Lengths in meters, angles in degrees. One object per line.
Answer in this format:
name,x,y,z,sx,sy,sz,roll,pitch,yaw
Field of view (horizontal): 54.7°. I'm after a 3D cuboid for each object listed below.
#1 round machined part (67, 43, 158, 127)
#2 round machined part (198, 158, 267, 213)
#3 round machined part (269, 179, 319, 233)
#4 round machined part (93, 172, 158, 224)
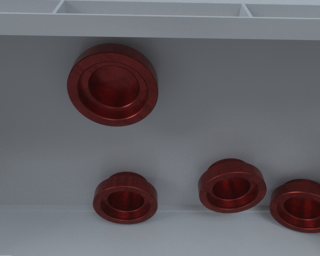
round machined part,-0.051,-0.052,0.353,0.099,0.042,0.097,-1,130,0
round machined part,0.107,0.084,0.471,0.099,0.042,0.097,-1,130,0
round machined part,0.227,0.119,0.489,0.098,0.042,0.097,13,133,15
round machined part,-0.053,0.107,0.488,0.099,0.042,0.097,-1,130,0
